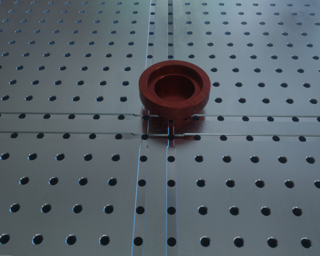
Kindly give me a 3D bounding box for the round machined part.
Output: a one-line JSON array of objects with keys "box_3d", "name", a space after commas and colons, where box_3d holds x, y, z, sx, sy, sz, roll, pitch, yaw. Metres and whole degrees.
[{"box_3d": [0.020, -0.049, 0.438, 0.099, 0.042, 0.098, 0, 50, 0], "name": "round machined part"}]
